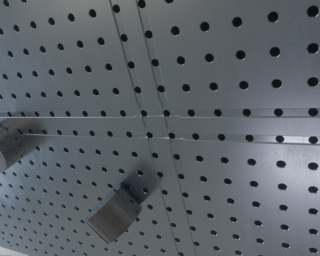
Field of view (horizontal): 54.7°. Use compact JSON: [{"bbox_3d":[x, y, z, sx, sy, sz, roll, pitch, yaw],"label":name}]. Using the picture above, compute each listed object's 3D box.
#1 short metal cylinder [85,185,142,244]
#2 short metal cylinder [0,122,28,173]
[{"bbox_3d":[-0.075,0.138,0.501,0.050,0.080,0.080,46,129,-4],"label":"short metal cylinder"},{"bbox_3d":[-0.296,0.035,0.573,0.080,0.050,0.079,13,124,21],"label":"short metal cylinder"}]
